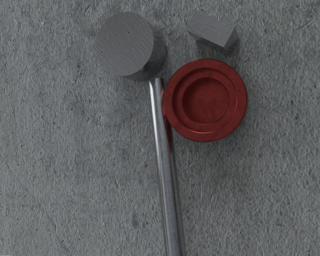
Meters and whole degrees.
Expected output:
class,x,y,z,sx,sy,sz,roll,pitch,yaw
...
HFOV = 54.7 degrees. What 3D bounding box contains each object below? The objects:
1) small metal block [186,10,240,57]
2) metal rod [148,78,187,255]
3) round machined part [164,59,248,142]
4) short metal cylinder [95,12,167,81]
class,x,y,z,sx,sy,sz,roll,pitch,yaw
small metal block,0.065,-0.113,0.373,0.050,0.050,0.025,31,100,17
metal rod,0.012,0.083,0.376,0.025,0.025,0.299,-11,76,19
round machined part,0.058,-0.032,0.380,0.098,0.042,0.097,0,90,20
short metal cylinder,-0.037,-0.105,0.409,0.080,0.050,0.079,0,90,20
